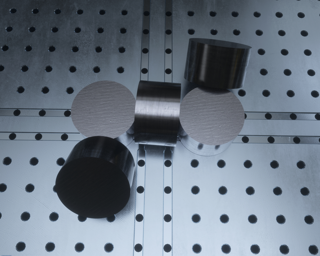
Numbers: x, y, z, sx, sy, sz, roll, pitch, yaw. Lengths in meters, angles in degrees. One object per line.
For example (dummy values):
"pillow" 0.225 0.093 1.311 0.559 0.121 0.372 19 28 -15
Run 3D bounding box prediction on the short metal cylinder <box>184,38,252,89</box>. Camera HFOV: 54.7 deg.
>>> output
"short metal cylinder" 0.075 -0.087 0.408 0.080 0.080 0.050 8 112 2

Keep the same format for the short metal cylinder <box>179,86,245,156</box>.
"short metal cylinder" 0.063 -0.009 0.402 0.081 0.050 0.080 0 70 0

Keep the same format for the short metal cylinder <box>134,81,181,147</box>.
"short metal cylinder" -0.002 -0.018 0.389 0.050 0.080 0.080 5 70 1

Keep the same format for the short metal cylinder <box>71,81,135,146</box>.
"short metal cylinder" -0.069 -0.014 0.402 0.081 0.050 0.080 0 70 0

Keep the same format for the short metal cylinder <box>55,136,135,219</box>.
"short metal cylinder" -0.071 0.056 0.355 0.081 0.050 0.079 0 114 1
